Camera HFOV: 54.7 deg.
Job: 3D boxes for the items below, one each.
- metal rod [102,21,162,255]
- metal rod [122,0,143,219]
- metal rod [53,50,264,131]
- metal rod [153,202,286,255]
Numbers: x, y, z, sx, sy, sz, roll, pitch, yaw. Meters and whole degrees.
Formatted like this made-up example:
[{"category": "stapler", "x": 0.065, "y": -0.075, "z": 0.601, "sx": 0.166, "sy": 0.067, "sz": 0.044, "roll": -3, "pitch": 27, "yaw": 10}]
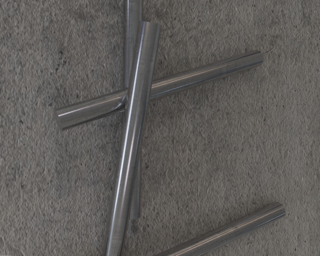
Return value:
[{"category": "metal rod", "x": -0.036, "y": 0.034, "z": 0.356, "sx": 0.025, "sy": 0.025, "sz": 0.298, "roll": 6, "pitch": 103, "yaw": -20}, {"category": "metal rod", "x": -0.035, "y": -0.036, "z": 0.395, "sx": 0.025, "sy": 0.025, "sz": 0.298, "roll": 1, "pitch": 90, "yaw": -20}, {"category": "metal rod", "x": 0.018, "y": -0.056, "z": 0.395, "sx": 0.302, "sy": 0.025, "sz": 0.025, "roll": -21, "pitch": 97, "yaw": -27}, {"category": "metal rod", "x": 0.050, "y": 0.159, "z": 0.414, "sx": 0.302, "sy": 0.025, "sz": 0.025, "roll": -14, "pitch": 95, "yaw": -25}]
